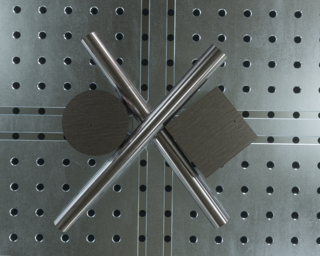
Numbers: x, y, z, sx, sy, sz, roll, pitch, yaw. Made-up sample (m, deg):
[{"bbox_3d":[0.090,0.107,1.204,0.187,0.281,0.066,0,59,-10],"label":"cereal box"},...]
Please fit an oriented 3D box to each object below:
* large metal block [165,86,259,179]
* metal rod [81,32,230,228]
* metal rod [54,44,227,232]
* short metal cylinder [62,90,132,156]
[{"bbox_3d":[0.062,0.005,0.397,0.080,0.050,0.080,-38,90,0],"label":"large metal block"},{"bbox_3d":[-0.006,0.003,0.409,0.025,0.025,0.299,-36,90,0],"label":"metal rod"},{"bbox_3d":[-0.029,0.019,0.388,0.025,0.025,0.299,42,98,0],"label":"metal rod"},{"bbox_3d":[-0.078,-0.006,0.396,0.081,0.050,0.079,0,90,0],"label":"short metal cylinder"}]
